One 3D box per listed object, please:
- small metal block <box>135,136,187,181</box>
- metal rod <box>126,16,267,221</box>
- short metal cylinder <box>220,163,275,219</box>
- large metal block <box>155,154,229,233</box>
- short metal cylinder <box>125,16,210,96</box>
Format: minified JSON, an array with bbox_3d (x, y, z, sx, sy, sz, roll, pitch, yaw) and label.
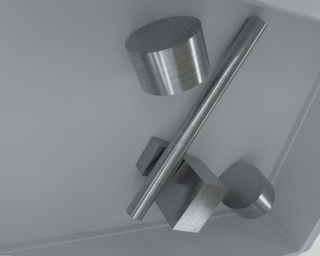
[{"bbox_3d":[0.002,0.044,0.439,0.050,0.025,0.050,18,109,-36],"label":"small metal block"},{"bbox_3d":[0.046,-0.010,0.405,0.025,0.025,0.299,30,94,-38],"label":"metal rod"},{"bbox_3d":[0.144,0.106,0.520,0.080,0.080,0.050,-45,130,3],"label":"short metal cylinder"},{"bbox_3d":[0.039,0.092,0.454,0.050,0.080,0.080,22,107,-37],"label":"large metal block"},{"bbox_3d":[0.009,-0.078,0.331,0.080,0.080,0.050,-28,128,-11],"label":"short metal cylinder"}]
